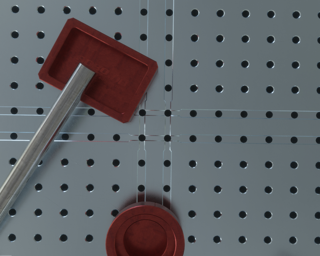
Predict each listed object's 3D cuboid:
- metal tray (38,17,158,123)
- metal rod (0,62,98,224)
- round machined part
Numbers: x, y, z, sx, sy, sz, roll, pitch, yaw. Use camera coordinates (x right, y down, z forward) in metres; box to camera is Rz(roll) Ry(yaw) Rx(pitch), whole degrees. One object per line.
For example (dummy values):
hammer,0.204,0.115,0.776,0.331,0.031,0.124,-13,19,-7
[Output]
metal tray,-0.079,-0.074,0.409,0.130,0.030,0.090,28,90,-1
metal rod,-0.171,0.049,0.393,0.025,0.025,0.299,35,97,-1
round machined part,-0.018,0.144,0.405,0.099,0.042,0.097,0,90,-1
